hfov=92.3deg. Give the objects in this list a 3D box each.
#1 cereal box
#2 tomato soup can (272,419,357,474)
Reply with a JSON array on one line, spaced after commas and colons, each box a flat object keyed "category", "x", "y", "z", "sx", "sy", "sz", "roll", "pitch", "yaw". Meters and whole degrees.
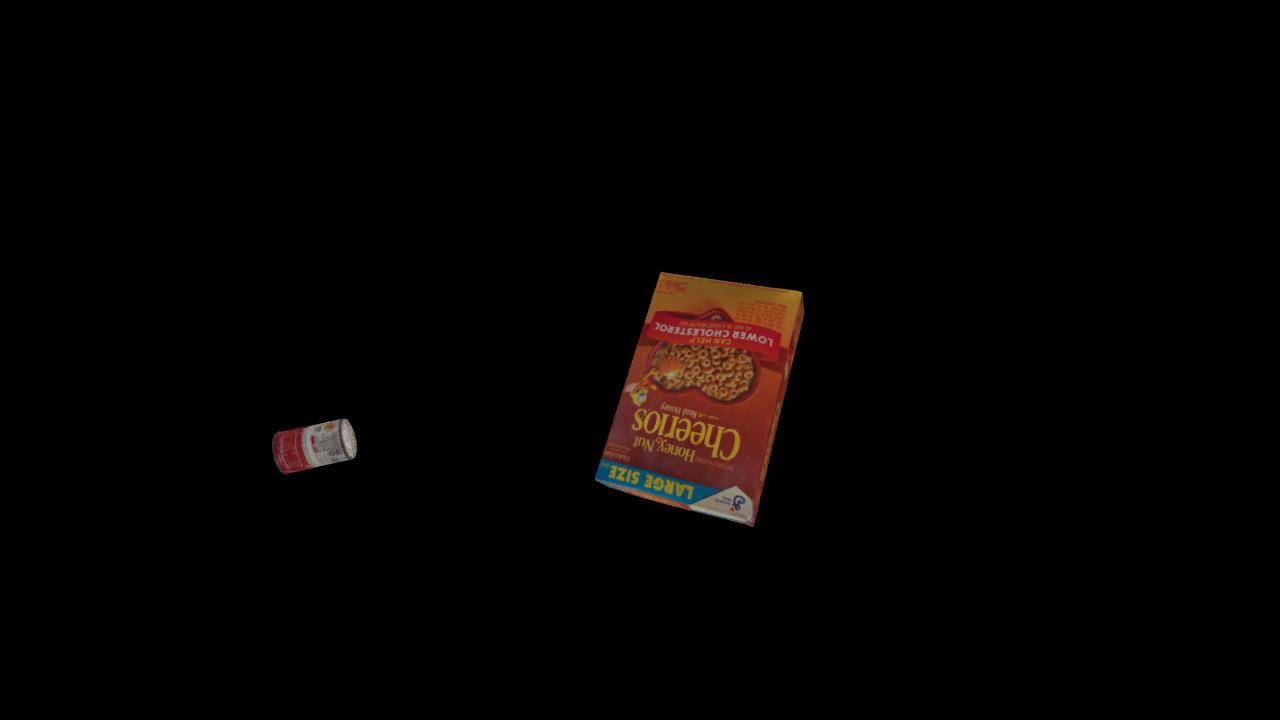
[{"category": "cereal box", "x": 0.085, "y": 0.043, "z": 0.813, "sx": 0.203, "sy": 0.306, "sz": 0.081, "roll": 12, "pitch": -18, "yaw": 21}, {"category": "tomato soup can", "x": -0.504, "y": 0.133, "z": 0.958, "sx": 0.101, "sy": 0.068, "sz": 0.068, "roll": -12, "pitch": 2, "yaw": -9}]
